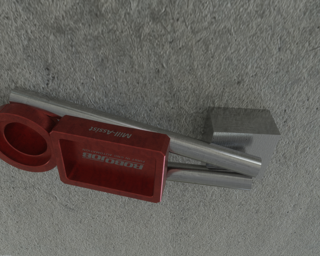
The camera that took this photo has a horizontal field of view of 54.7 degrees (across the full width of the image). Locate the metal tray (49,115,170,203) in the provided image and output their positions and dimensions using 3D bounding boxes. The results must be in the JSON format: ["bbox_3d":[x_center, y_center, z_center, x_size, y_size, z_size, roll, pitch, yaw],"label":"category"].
[{"bbox_3d":[-0.057,0.039,0.370,0.131,0.030,0.089,10,131,7],"label":"metal tray"}]

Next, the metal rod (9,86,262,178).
[{"bbox_3d":[-0.030,0.004,0.369,0.302,0.025,0.025,16,129,2],"label":"metal rod"}]

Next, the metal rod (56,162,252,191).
[{"bbox_3d":[-0.035,0.052,0.410,0.301,0.025,0.025,5,131,11],"label":"metal rod"}]

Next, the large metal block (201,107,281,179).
[{"bbox_3d":[0.100,0.020,0.409,0.081,0.050,0.079,3,130,-3],"label":"large metal block"}]

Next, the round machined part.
[{"bbox_3d":[-0.166,0.008,0.395,0.099,0.042,0.097,6,130,8],"label":"round machined part"}]
